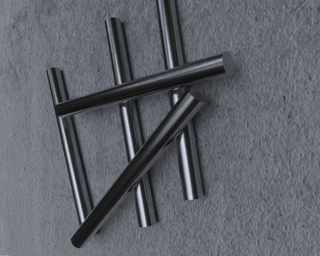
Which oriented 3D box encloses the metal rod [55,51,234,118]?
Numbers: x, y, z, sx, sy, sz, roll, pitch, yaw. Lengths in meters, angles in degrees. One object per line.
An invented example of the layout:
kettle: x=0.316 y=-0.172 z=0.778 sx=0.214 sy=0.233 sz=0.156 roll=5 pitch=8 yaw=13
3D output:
metal rod: x=-0.045 y=-0.047 z=0.408 sx=0.300 sy=0.025 sz=0.025 roll=-9 pitch=84 yaw=39

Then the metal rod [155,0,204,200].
metal rod: x=0.020 y=-0.063 z=0.388 sx=0.025 sy=0.025 sz=0.298 roll=-13 pitch=82 yaw=39

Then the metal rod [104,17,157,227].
metal rod: x=-0.044 y=-0.014 z=0.441 sx=0.025 sy=0.025 sz=0.299 roll=-18 pitch=79 yaw=39

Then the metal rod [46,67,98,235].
metal rod: x=-0.154 y=0.035 z=0.532 sx=0.025 sy=0.025 sz=0.299 roll=-26 pitch=73 yaw=37

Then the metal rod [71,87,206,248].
metal rod: x=-0.042 y=0.068 z=0.405 sx=0.298 sy=0.025 sz=0.025 roll=-52 pitch=60 yaw=27
